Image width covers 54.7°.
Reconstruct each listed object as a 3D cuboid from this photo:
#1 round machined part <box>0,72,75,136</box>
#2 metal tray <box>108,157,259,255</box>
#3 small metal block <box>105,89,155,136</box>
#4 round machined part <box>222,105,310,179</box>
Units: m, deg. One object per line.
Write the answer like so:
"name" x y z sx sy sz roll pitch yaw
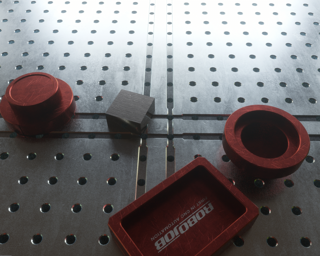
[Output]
"round machined part" -0.171 -0.040 0.429 0.099 0.042 0.098 0 50 0
"metal tray" 0.025 0.097 0.322 0.131 0.030 0.090 -31 57 -24
"small metal block" -0.040 -0.022 0.426 0.050 0.025 0.050 16 52 13
"round machined part" 0.126 0.020 0.380 0.099 0.042 0.098 0 50 0
